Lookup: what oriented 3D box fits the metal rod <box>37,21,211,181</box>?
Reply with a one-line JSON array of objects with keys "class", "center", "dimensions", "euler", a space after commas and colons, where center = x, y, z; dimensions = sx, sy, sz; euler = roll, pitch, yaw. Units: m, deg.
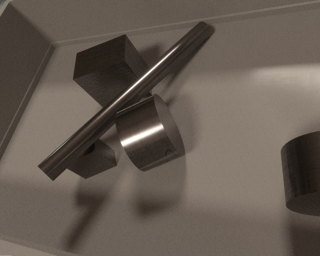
[{"class": "metal rod", "center": [-0.033, -0.048, 0.409], "dimensions": [0.025, 0.025, 0.301], "euler": [28, 64, 37]}]

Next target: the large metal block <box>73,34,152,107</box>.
[{"class": "large metal block", "center": [-0.066, -0.078, 0.451], "dimensions": [0.080, 0.080, 0.050], "euler": [-15, 56, 19]}]

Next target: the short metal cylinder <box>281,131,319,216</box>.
[{"class": "short metal cylinder", "center": [0.149, 0.042, 0.267], "dimensions": [0.080, 0.080, 0.050], "euler": [-8, 59, 24]}]

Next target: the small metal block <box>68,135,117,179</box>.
[{"class": "small metal block", "center": [-0.094, 0.040, 0.413], "dimensions": [0.050, 0.050, 0.025], "euler": [-24, 53, 13]}]

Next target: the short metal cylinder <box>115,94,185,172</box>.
[{"class": "short metal cylinder", "center": [-0.010, 0.006, 0.371], "dimensions": [0.050, 0.080, 0.080], "euler": [-25, 53, 13]}]
